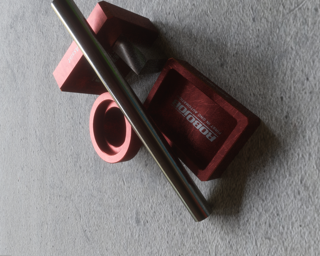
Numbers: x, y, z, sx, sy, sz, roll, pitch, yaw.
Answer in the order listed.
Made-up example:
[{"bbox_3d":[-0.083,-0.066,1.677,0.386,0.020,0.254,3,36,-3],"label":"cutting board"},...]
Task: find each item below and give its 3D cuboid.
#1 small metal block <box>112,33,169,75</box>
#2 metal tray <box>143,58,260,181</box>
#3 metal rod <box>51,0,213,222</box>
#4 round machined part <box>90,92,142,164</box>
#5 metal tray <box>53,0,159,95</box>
[{"bbox_3d":[-0.024,-0.096,0.402,0.050,0.050,0.025,47,121,13],"label":"small metal block"},{"bbox_3d":[0.040,-0.012,0.369,0.130,0.030,0.089,45,117,30],"label":"metal tray"},{"bbox_3d":[-0.031,-0.021,0.361,0.025,0.025,0.299,-32,92,35],"label":"metal rod"},{"bbox_3d":[-0.054,-0.002,0.433,0.098,0.042,0.097,5,96,45],"label":"round machined part"},{"bbox_3d":[-0.074,-0.100,0.422,0.129,0.091,0.030,-45,64,30],"label":"metal tray"}]
